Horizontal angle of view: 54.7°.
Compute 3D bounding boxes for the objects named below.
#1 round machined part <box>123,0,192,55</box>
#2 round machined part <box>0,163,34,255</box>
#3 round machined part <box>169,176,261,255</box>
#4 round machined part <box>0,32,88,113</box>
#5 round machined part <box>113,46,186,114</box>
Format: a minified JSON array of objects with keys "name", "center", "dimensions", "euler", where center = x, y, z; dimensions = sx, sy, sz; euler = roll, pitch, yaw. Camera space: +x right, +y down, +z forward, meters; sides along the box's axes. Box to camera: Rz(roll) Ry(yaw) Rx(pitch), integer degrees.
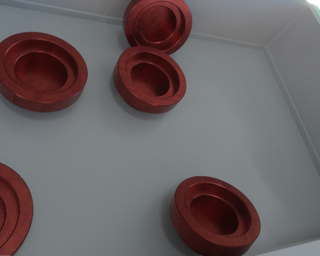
[{"name":"round machined part","center":[-0.006,-0.156,0.455],"dimensions":[0.099,0.097,0.042],"euler":[6,39,-26]},{"name":"round machined part","center":[-0.161,0.077,0.260],"dimensions":[0.099,0.042,0.098],"euler":[14,56,-21]},{"name":"round machined part","center":[0.057,0.103,0.347],"dimensions":[0.099,0.042,0.098],"euler":[14,32,-9]},{"name":"round machined part","center":[-0.137,-0.059,0.357],"dimensions":[0.099,0.042,0.098],"euler":[14,56,-21]},{"name":"round machined part","center":[-0.017,-0.061,0.422],"dimensions":[0.099,0.042,0.098],"euler":[14,56,-21]}]
